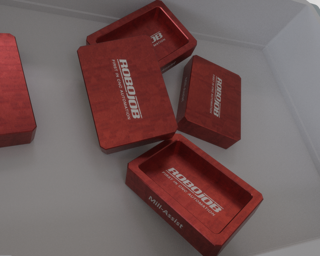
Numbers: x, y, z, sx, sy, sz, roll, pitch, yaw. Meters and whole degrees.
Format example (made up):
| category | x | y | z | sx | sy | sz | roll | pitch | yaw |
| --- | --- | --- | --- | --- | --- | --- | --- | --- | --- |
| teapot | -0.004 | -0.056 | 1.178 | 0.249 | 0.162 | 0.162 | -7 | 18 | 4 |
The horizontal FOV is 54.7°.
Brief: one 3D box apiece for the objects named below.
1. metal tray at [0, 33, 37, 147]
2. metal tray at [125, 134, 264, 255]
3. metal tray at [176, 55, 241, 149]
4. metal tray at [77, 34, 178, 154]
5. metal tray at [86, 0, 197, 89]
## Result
| category | x | y | z | sx | sy | sz | roll | pitch | yaw |
| --- | --- | --- | --- | --- | --- | --- | --- | --- | --- |
| metal tray | -0.191 | -0.041 | 0.325 | 0.091 | 0.030 | 0.130 | -8 | 66 | -32 |
| metal tray | 0.036 | 0.068 | 0.349 | 0.130 | 0.030 | 0.091 | 37 | 47 | 26 |
| metal tray | 0.077 | -0.042 | 0.469 | 0.091 | 0.030 | 0.130 | 22 | 54 | -15 |
| metal tray | -0.040 | -0.042 | 0.373 | 0.091 | 0.030 | 0.129 | -14 | 77 | -10 |
| metal tray | -0.025 | -0.114 | 0.434 | 0.131 | 0.030 | 0.090 | -36 | 82 | -21 |
